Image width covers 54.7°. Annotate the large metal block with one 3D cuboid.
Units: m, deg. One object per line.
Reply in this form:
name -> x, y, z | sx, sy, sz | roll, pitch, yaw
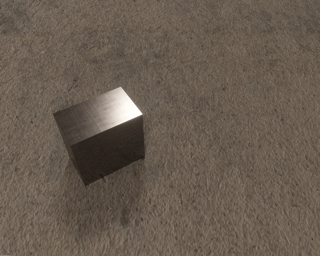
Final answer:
large metal block -> -0.066, 0.010, 0.358 | 0.081, 0.080, 0.050 | -25, 55, -20
